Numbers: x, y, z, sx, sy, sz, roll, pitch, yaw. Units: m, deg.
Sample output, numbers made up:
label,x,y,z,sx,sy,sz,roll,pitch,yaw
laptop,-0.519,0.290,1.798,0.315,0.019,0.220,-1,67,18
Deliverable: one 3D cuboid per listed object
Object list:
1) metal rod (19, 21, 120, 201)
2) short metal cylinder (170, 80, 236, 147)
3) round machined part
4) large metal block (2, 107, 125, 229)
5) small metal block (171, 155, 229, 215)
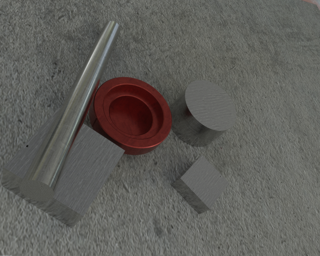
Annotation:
label,x,y,z,sx,sy,sz,roll,pitch,yaw
metal rod,-0.081,-0.050,0.343,0.025,0.025,0.300,24,38,-14
short metal cylinder,0.058,-0.020,0.433,0.081,0.050,0.080,14,56,-21
round machined part,-0.038,-0.011,0.380,0.099,0.042,0.098,14,56,-21
large metal block,-0.095,0.040,0.313,0.080,0.050,0.080,34,51,-6
small metal block,0.051,0.071,0.390,0.050,0.025,0.050,46,51,4
